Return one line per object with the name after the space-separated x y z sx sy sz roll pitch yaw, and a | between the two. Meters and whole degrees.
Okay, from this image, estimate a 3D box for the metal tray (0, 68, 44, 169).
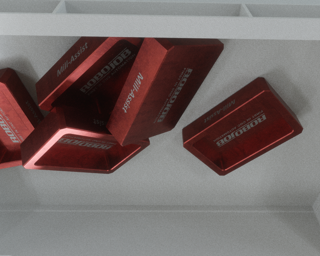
-0.200 -0.006 0.397 0.090 0.030 0.129 -11 130 8 | metal tray

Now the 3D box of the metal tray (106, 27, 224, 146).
0.004 -0.043 0.334 0.091 0.030 0.129 -17 147 -45 | metal tray

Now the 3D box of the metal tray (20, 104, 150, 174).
-0.088 0.020 0.383 0.090 0.030 0.131 -38 147 30 | metal tray

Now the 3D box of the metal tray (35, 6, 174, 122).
-0.056 -0.057 0.330 0.130 0.030 0.090 -35 149 27 | metal tray

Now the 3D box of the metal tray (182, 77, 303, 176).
0.106 0.004 0.410 0.130 0.030 0.090 -36 122 26 | metal tray
